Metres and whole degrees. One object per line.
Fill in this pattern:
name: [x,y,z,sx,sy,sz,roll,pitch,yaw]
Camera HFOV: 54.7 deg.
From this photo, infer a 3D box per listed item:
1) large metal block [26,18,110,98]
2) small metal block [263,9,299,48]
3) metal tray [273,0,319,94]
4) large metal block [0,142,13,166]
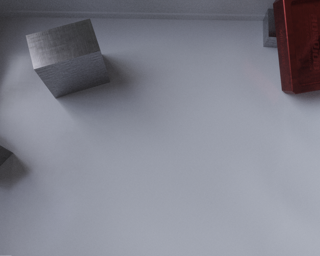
large metal block: [-0.118,-0.089,0.412,0.081,0.080,0.050,-18,71,-7]
small metal block: [0.184,-0.149,0.466,0.050,0.025,0.050,5,70,1]
metal tray: [0.210,-0.117,0.421,0.091,0.030,0.129,-10,99,-4]
large metal block: [-0.241,0.015,0.372,0.080,0.080,0.050,36,74,11]
